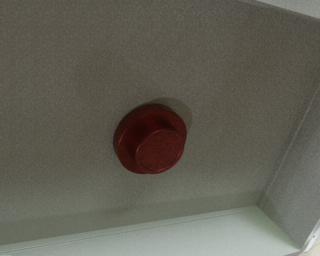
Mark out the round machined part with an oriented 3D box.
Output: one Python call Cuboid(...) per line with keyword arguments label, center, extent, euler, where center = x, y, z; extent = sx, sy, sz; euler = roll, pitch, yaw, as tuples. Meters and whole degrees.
Cuboid(label="round machined part", center=(-0.007, 0.021, 0.404), extent=(0.099, 0.042, 0.097), euler=(-14, 125, -21))
